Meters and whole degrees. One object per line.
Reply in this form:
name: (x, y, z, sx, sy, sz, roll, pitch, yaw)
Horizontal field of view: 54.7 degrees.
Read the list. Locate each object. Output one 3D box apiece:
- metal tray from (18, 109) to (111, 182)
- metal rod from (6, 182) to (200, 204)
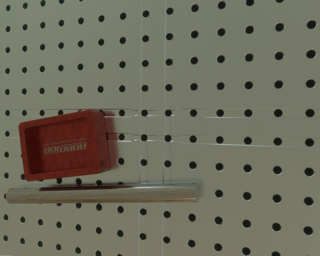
metal tray: (-0.143, 0.027, 0.458, 0.130, 0.030, 0.089, -9, 87, 19)
metal rod: (-0.094, 0.095, 0.444, 0.301, 0.025, 0.025, -5, 88, 19)
